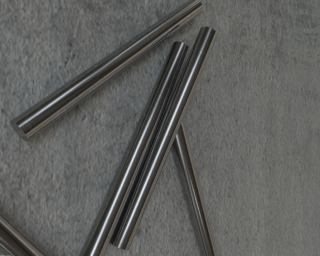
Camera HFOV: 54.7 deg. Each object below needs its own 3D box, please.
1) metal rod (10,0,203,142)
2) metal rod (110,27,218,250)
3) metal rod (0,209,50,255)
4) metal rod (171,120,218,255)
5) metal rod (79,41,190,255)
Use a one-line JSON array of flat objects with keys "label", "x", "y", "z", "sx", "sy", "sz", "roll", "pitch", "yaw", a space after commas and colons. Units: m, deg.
[{"label": "metal rod", "x": -0.041, "y": -0.087, "z": 0.371, "sx": 0.301, "sy": 0.025, "sz": 0.025, "roll": -44, "pitch": 117, "yaw": -31}, {"label": "metal rod", "x": 0.009, "y": 0.004, "z": 0.395, "sx": 0.025, "sy": 0.025, "sz": 0.299, "roll": 31, "pitch": 76, "yaw": -36}, {"label": "metal rod", "x": -0.138, "y": 0.106, "z": 0.290, "sx": 0.025, "sy": 0.025, "sz": 0.299, "roll": -48, "pitch": 119, "yaw": -30}, {"label": "metal rod", "x": 0.058, "y": 0.129, "z": 0.456, "sx": 0.025, "sy": 0.025, "sz": 0.298, "roll": -26, "pitch": 106, "yaw": -37}, {"label": "metal rod", "x": -0.025, "y": 0.020, "z": 0.385, "sx": 0.025, "sy": 0.025, "sz": 0.300, "roll": 35, "pitch": 68, "yaw": -35}]
